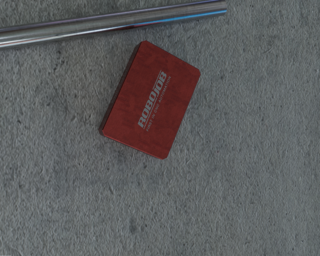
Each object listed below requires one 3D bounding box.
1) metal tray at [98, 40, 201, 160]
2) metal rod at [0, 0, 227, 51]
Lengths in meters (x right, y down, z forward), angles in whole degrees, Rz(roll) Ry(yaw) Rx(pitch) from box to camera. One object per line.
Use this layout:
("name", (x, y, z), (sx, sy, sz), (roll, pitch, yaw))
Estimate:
("metal tray", (-0.012, -0.035, 0.403), (0.090, 0.030, 0.130), (25, 82, -19))
("metal rod", (-0.049, -0.134, 0.391), (0.302, 0.025, 0.025), (-16, 96, -20))
